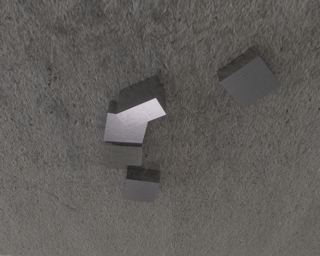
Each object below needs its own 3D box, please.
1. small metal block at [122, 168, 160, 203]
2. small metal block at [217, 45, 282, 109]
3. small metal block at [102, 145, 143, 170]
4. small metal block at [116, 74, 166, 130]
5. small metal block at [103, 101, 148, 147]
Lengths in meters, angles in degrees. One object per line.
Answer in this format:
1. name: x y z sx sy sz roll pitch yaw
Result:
1. small metal block: -0.030 0.089 0.483 0.050 0.025 0.050 9 130 -8
2. small metal block: 0.103 -0.058 0.359 0.050 0.025 0.050 -34 123 25
3. small metal block: -0.050 0.042 0.426 0.050 0.025 0.050 3 166 -3
4. small metal block: -0.021 -0.031 0.364 0.050 0.050 0.025 -21 127 16
5. small metal block: -0.044 -0.004 0.403 0.050 0.025 0.050 10 130 -9
